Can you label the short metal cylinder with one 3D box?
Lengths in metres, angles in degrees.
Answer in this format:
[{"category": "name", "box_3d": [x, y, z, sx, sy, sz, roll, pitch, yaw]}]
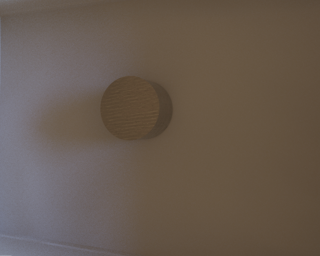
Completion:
[{"category": "short metal cylinder", "box_3d": [-0.030, -0.025, 0.406, 0.080, 0.050, 0.080, 0, 90, 20]}]
